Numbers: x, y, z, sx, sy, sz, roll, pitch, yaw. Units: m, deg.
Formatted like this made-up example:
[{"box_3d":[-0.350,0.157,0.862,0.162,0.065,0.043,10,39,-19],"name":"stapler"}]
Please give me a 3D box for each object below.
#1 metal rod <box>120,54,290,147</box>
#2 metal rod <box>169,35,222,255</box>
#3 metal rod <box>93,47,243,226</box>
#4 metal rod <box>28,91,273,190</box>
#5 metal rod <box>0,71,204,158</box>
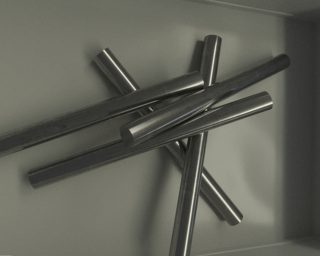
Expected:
[{"box_3d":[0.079,-0.048,0.402,0.302,0.025,0.025,-26,99,-33],"name":"metal rod"},{"box_3d":[0.049,0.017,0.406,0.025,0.025,0.299,16,76,-20],"name":"metal rod"},{"box_3d":[0.018,0.021,0.418,0.025,0.025,0.300,-43,104,-15],"name":"metal rod"},{"box_3d":[-0.005,0.012,0.377,0.302,0.025,0.025,-18,97,-7],"name":"metal rod"},{"box_3d":[-0.089,-0.011,0.359,0.302,0.025,0.025,-20,97,-13],"name":"metal rod"}]
